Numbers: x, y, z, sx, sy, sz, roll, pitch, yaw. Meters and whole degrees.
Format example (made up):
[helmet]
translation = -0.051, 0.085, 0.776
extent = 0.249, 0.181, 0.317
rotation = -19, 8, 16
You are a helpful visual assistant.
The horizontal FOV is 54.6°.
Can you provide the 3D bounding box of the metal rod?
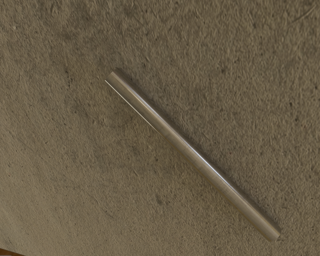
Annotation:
[metal rod]
translation = 0.045, 0.037, 0.405
extent = 0.300, 0.025, 0.025
rotation = 44, 129, -3
